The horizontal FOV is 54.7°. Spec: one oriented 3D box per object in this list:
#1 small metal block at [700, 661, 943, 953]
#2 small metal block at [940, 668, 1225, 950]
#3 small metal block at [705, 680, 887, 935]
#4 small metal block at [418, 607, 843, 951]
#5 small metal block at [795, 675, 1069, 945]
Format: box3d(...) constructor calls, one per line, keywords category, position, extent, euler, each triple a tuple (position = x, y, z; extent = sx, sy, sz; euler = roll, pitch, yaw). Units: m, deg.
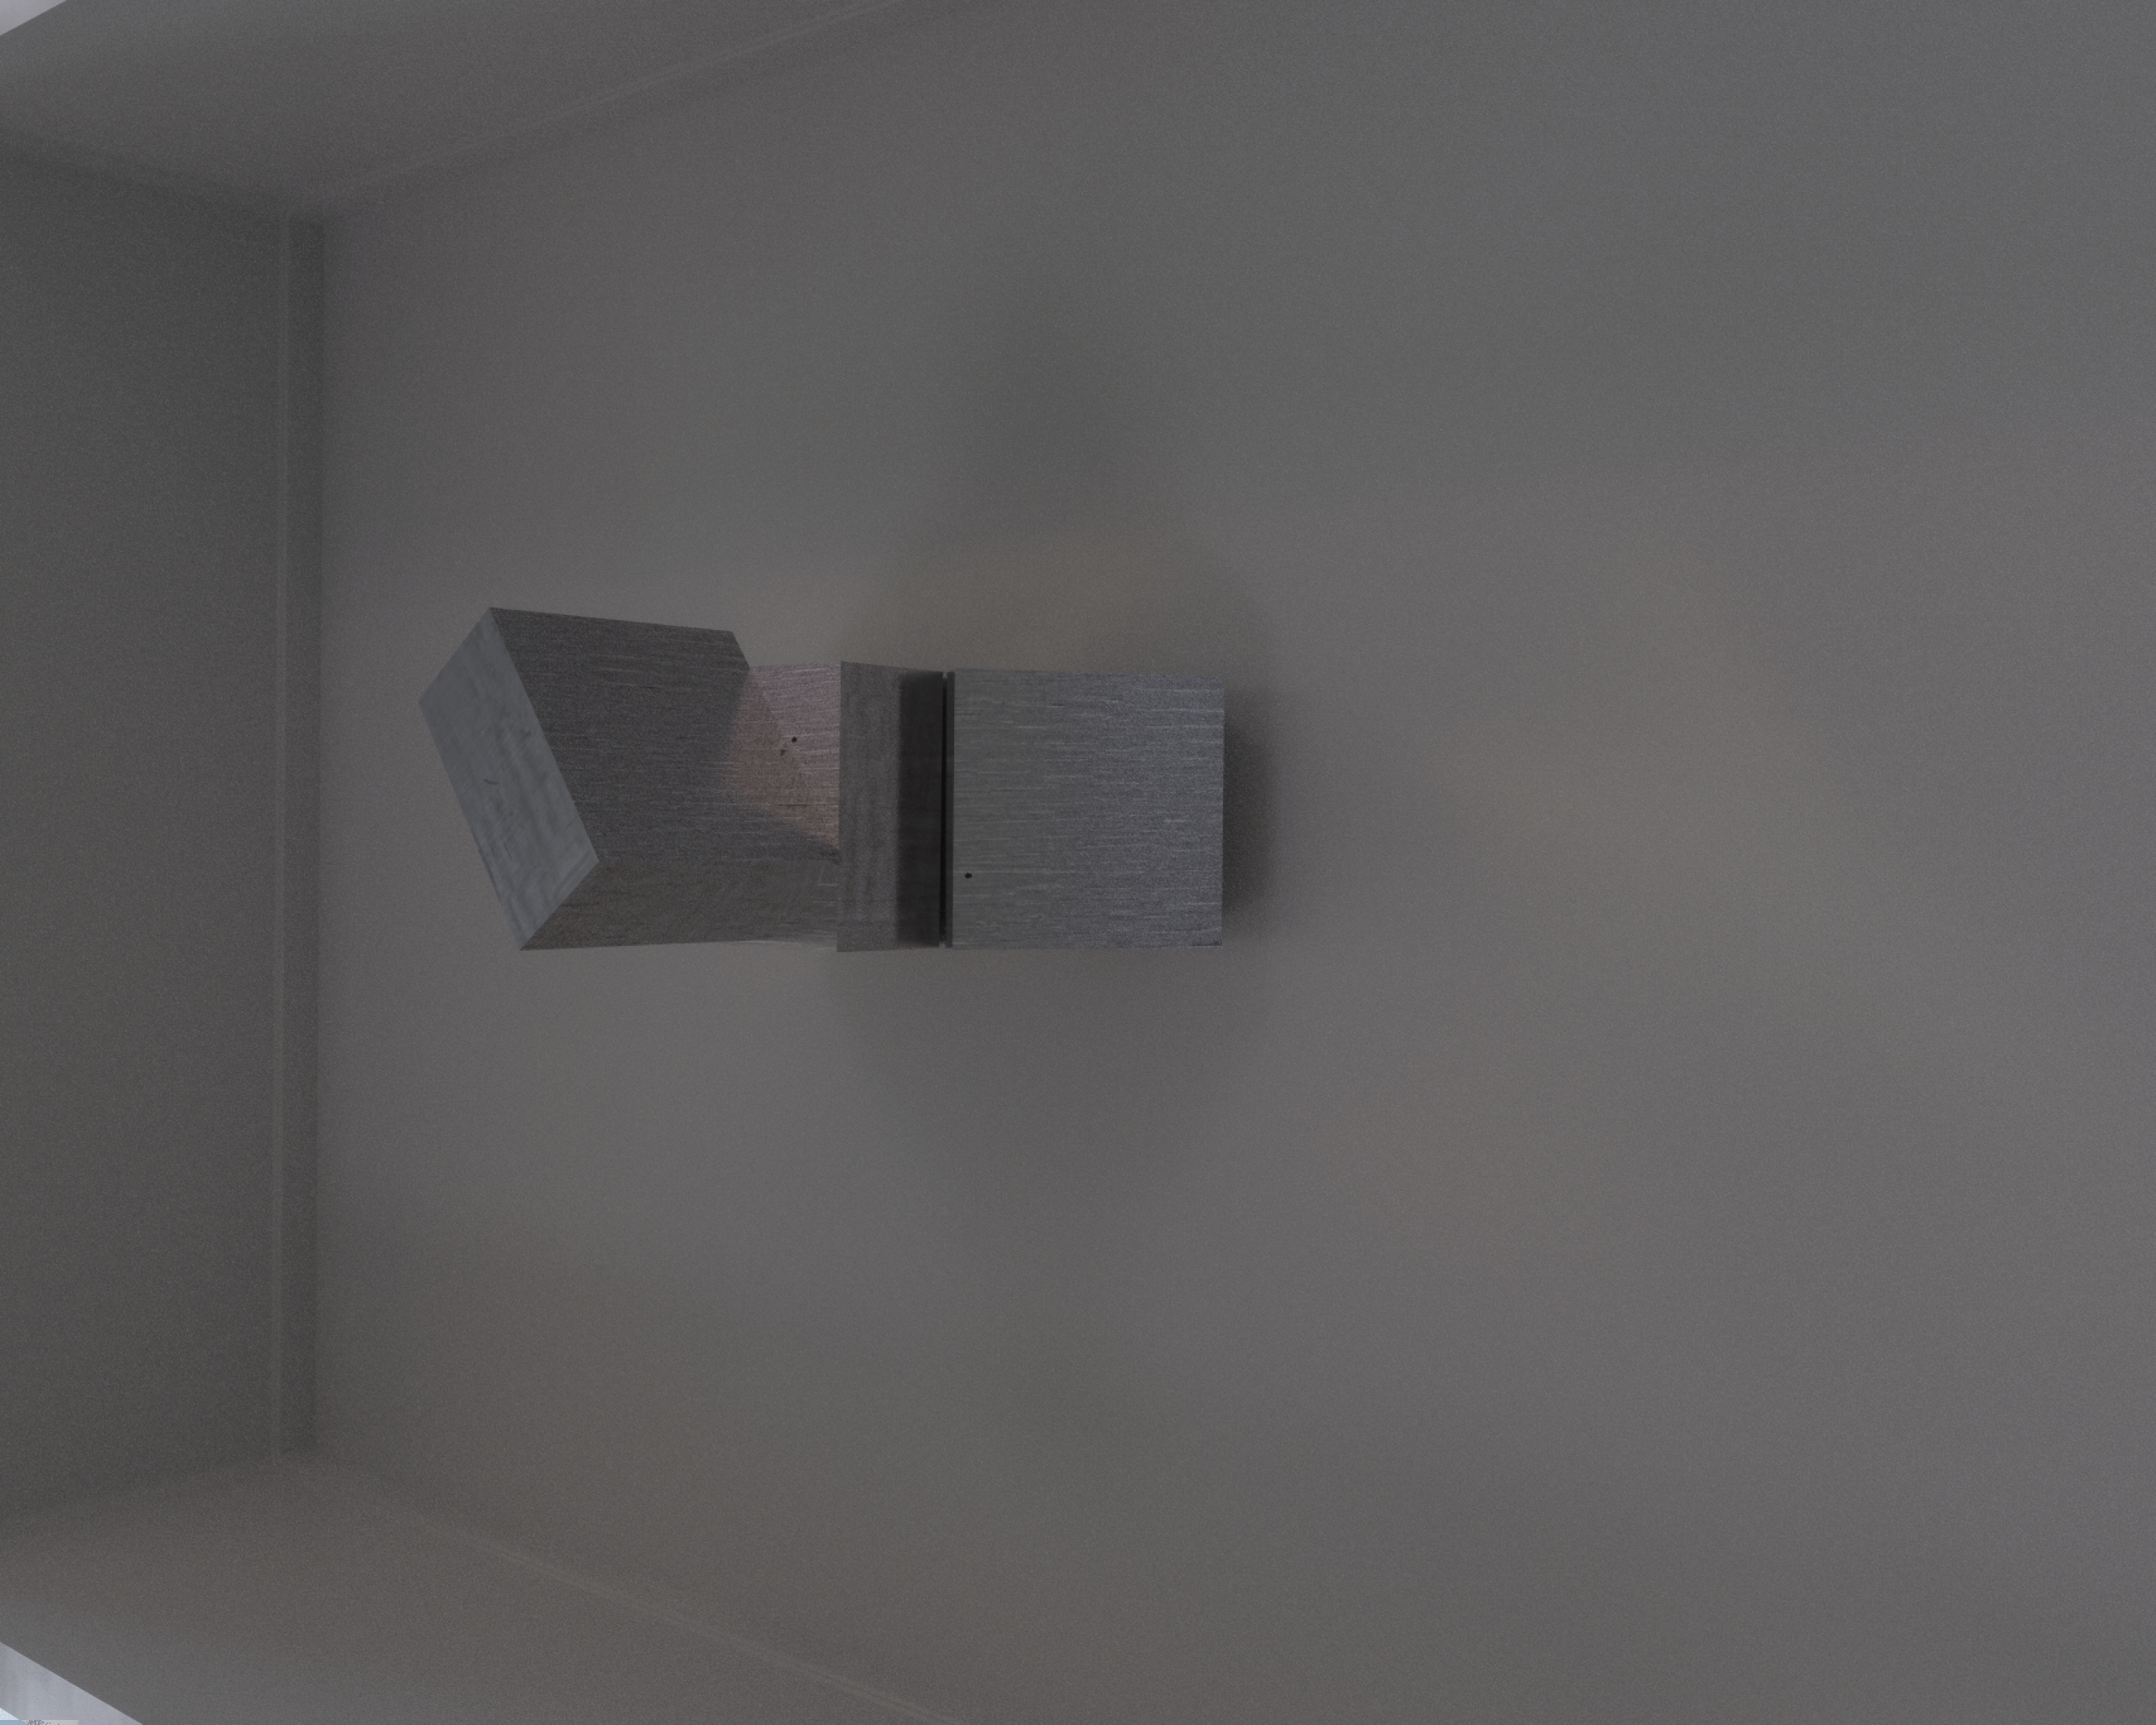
box3d(category="small metal block", position=(-0.052, -0.010, 0.381), extent=(0.050, 0.025, 0.050), euler=(1, 90, 40))
box3d(category="small metal block", position=(-0.001, -0.009, 0.386), extent=(0.025, 0.050, 0.050), euler=(-178, 88, -74))
box3d(category="small metal block", position=(-0.057, -0.011, 0.432), extent=(0.025, 0.050, 0.050), euler=(1, 91, 7))
box3d(category="small metal block", position=(-0.075, -0.014, 0.352), extent=(0.025, 0.050, 0.050), euler=(-43, 64, 32))
box3d(category="small metal block", position=(-0.028, -0.010, 0.411), extent=(0.025, 0.050, 0.050), euler=(1, 91, 40))
